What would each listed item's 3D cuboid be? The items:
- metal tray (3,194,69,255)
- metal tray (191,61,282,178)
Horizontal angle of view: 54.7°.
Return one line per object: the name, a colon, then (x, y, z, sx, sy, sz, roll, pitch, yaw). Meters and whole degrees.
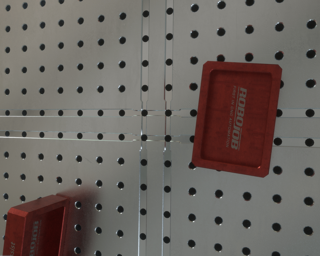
metal tray: (-0.175, 0.169, 0.438, 0.030, 0.090, 0.129, 9, 93, 19)
metal tray: (0.093, -0.012, 0.376, 0.090, 0.030, 0.129, 7, 92, 19)
